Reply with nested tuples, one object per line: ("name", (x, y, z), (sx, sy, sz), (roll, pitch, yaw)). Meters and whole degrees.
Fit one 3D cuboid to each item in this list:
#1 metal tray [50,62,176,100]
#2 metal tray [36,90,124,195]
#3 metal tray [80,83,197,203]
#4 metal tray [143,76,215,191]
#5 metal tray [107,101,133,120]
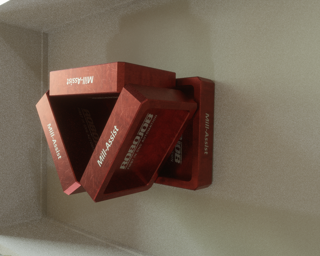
("metal tray", (-0.058, -0.052, 0.370), (0.130, 0.091, 0.030), (3, 92, 40))
("metal tray", (-0.096, 0.015, 0.402), (0.030, 0.091, 0.130), (-39, 67, 34))
("metal tray", (-0.023, 0.018, 0.341), (0.030, 0.091, 0.129), (43, 116, 32))
("metal tray", (0.020, 0.005, 0.386), (0.090, 0.030, 0.129), (2, 90, 40))
("metal tray", (-0.050, 0.003, 0.445), (0.090, 0.030, 0.129), (1, 90, 40))
